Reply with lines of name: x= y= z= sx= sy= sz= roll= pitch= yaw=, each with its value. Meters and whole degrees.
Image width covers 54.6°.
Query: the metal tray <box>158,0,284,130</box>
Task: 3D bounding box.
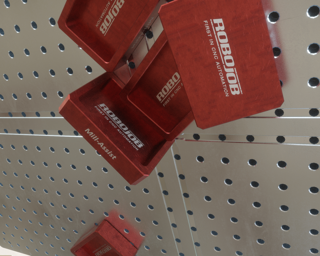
metal tray: x=0.062 y=-0.072 z=0.309 sx=0.090 sy=0.030 sz=0.129 roll=-17 pitch=110 yaw=11

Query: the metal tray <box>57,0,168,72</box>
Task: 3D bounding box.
metal tray: x=-0.053 y=-0.138 z=0.351 sx=0.090 sy=0.030 sz=0.129 roll=43 pitch=129 yaw=-2

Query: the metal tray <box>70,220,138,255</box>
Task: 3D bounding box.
metal tray: x=-0.115 y=0.245 z=0.621 sx=0.090 sy=0.030 sz=0.129 roll=44 pitch=129 yaw=-3

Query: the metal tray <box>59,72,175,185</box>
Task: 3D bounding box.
metal tray: x=-0.050 y=-0.003 z=0.393 sx=0.130 sy=0.090 sz=0.030 roll=46 pitch=129 yaw=-4

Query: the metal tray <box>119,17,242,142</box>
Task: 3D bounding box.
metal tray: x=0.019 y=-0.053 z=0.365 sx=0.090 sy=0.030 sz=0.129 roll=42 pitch=129 yaw=-1
